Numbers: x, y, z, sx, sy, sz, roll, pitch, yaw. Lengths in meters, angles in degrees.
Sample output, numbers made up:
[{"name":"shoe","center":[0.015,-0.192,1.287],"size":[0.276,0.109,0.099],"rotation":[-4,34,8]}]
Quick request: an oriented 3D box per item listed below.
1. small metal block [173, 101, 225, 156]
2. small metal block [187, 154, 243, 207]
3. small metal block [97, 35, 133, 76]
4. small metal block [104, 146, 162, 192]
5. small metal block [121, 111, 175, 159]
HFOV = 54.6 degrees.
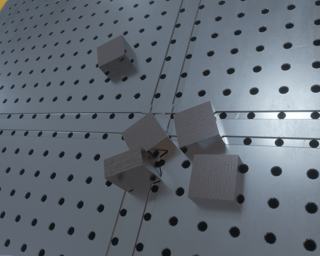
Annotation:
[{"name":"small metal block","center":[0.047,0.001,0.384],"size":[0.050,0.025,0.050],"rotation":[-20,54,16]},{"name":"small metal block","center":[0.062,0.057,0.341],"size":[0.050,0.025,0.050],"rotation":[-2,61,27]},{"name":"small metal block","center":[-0.077,-0.123,0.526],"size":[0.050,0.025,0.050],"rotation":[-23,53,14]},{"name":"small metal block","center":[-0.033,0.051,0.379],"size":[0.050,0.050,0.025],"rotation":[-21,54,16]},{"name":"small metal block","center":[-0.016,0.015,0.409],"size":[0.050,0.025,0.050],"rotation":[-36,51,4]}]
